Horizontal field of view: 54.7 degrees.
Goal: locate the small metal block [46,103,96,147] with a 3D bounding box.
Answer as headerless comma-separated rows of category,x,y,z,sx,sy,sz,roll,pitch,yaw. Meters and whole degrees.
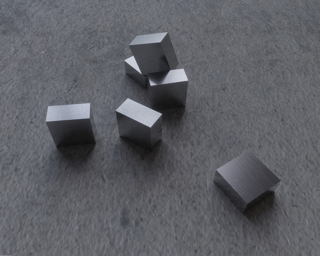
small metal block,-0.109,-0.003,0.388,0.050,0.050,0.025,-5,50,-5

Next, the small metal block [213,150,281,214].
small metal block,0.098,0.060,0.354,0.050,0.025,0.050,-27,55,-21

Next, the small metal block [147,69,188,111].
small metal block,0.010,-0.052,0.431,0.050,0.050,0.025,-9,51,-8

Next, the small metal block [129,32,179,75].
small metal block,-0.008,-0.102,0.431,0.050,0.050,0.025,4,47,31

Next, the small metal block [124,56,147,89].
small metal block,-0.019,-0.093,0.482,0.050,0.025,0.050,-33,58,-25

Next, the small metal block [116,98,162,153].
small metal block,-0.025,-0.003,0.389,0.050,0.050,0.025,26,55,19
